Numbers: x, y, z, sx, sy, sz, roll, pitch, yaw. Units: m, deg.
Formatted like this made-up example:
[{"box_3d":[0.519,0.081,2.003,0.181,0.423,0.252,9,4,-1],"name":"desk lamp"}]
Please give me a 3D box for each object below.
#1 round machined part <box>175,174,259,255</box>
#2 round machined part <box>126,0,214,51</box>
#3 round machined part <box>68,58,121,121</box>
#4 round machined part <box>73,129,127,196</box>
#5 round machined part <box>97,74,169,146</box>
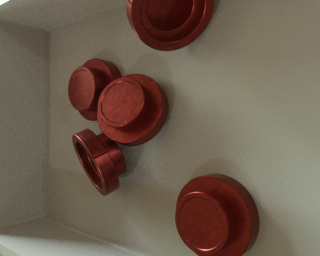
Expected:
[{"box_3d":[0.056,0.103,0.349,0.098,0.042,0.097,0,90,40],"name":"round machined part"},{"box_3d":[0.008,-0.143,0.356,0.097,0.099,0.042,-57,38,24],"name":"round machined part"},{"box_3d":[-0.106,-0.060,0.484,0.098,0.042,0.097,0,90,40],"name":"round machined part"},{"box_3d":[-0.084,0.044,0.446,0.098,0.042,0.097,43,148,35],"name":"round machined part"},{"box_3d":[-0.042,-0.028,0.409,0.098,0.042,0.098,-8,70,22],"name":"round machined part"}]
